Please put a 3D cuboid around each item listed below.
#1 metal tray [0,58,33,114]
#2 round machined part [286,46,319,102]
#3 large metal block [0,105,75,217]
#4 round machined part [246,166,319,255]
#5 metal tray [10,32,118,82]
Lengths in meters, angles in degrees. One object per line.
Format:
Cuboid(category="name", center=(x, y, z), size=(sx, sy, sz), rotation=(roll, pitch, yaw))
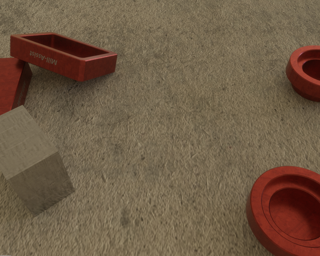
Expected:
Cuboid(category="metal tray", center=(-0.241, -0.046, 0.436), size=(0.091, 0.030, 0.130), rotation=(-3, 50, -4))
Cuboid(category="round machined part", center=(0.237, -0.076, 0.460), size=(0.099, 0.042, 0.098), rotation=(0, 50, 0))
Cuboid(category="large metal block", center=(-0.143, 0.036, 0.335), size=(0.050, 0.080, 0.080), rotation=(-33, 58, -24))
Cuboid(category="round machined part", center=(0.138, 0.091, 0.318), size=(0.099, 0.042, 0.098), rotation=(0, 50, 0))
Cuboid(category="metal tray", center=(-0.143, -0.111, 0.466), size=(0.130, 0.030, 0.090), rotation=(22, 26, 17))
